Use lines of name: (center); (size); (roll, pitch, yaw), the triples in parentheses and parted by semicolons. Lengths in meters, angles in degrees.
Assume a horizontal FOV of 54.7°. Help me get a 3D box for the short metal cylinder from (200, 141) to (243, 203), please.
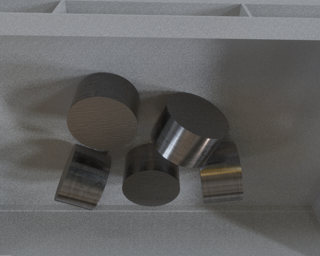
short metal cylinder: (0.080, 0.060, 0.423); (0.050, 0.080, 0.080); (-7, 130, 5)

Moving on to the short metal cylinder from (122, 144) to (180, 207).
short metal cylinder: (-0.012, 0.069, 0.449); (0.081, 0.050, 0.079); (0, 130, 0)

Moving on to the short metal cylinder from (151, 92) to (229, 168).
short metal cylinder: (0.035, 0.001, 0.374); (0.081, 0.080, 0.050); (17, 128, -14)

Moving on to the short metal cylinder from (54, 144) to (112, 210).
short metal cylinder: (-0.106, 0.067, 0.426); (0.050, 0.080, 0.080); (21, 127, -18)

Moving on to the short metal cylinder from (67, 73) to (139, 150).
short metal cylinder: (-0.066, -0.019, 0.373); (0.081, 0.050, 0.079); (0, 130, 0)
